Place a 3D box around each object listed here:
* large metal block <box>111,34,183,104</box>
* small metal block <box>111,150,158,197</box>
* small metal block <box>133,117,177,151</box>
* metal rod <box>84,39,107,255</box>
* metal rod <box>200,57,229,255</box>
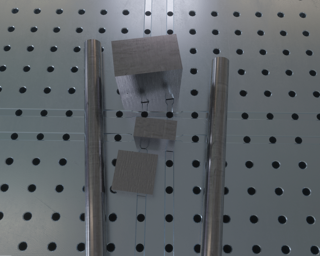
[{"bbox_3d":[-0.016,-0.075,0.410,0.081,0.080,0.050,-7,70,-3],"label":"large metal block"},{"bbox_3d":[-0.030,0.058,0.390,0.050,0.025,0.050,7,70,2],"label":"small metal block"},{"bbox_3d":[-0.005,0.009,0.395,0.050,0.050,0.025,6,70,2],"label":"small metal block"},{"bbox_3d":[-0.086,0.017,0.404,0.025,0.025,0.299,-5,70,-2],"label":"metal rod"},{"bbox_3d":[0.071,0.044,0.396,0.025,0.025,0.299,6,70,2],"label":"metal rod"}]
